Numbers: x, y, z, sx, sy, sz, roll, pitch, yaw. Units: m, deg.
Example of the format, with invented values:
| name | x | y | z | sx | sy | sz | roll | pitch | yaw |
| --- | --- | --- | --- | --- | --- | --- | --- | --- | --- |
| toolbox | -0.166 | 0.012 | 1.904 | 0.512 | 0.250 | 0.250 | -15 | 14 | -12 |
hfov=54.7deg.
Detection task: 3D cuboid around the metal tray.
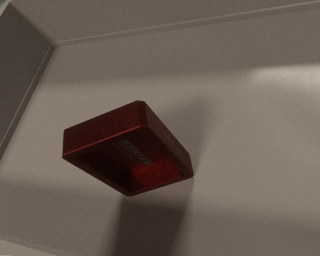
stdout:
| name | x | y | z | sx | sy | sz | roll | pitch | yaw |
| --- | --- | --- | --- | --- | --- | --- | --- | --- | --- |
| metal tray | -0.028 | 0.030 | 0.333 | 0.090 | 0.130 | 0.030 | -20 | 54 | 16 |
